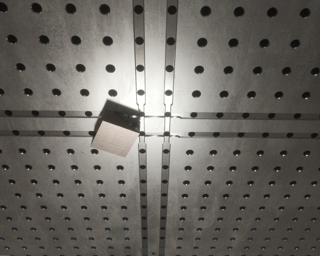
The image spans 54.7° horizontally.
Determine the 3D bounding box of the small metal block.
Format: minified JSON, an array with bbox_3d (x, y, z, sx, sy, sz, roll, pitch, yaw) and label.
[{"bbox_3d":[-0.060,0.008,0.418,0.050,0.025,0.050,20,127,-17],"label":"small metal block"}]
